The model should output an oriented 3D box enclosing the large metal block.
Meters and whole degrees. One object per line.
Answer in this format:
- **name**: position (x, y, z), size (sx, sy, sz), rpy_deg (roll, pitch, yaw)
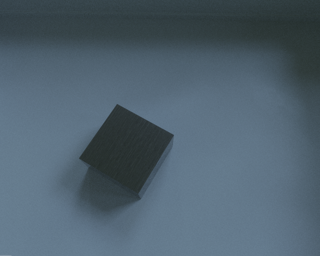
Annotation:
- **large metal block**: position (-0.038, 0.030, 0.385), size (0.080, 0.050, 0.080), rpy_deg (29, 73, 10)
